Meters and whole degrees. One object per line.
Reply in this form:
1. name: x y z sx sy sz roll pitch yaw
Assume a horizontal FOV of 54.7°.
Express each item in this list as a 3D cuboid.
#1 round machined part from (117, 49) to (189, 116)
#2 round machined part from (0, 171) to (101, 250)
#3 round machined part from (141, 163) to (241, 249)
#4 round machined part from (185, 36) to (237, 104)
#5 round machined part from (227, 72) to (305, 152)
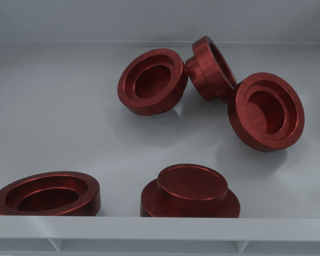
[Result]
1. round machined part: -0.006 -0.058 0.425 0.098 0.042 0.098 -15 54 22
2. round machined part: -0.108 0.081 0.305 0.099 0.042 0.098 -1 15 0
3. round machined part: 0.031 0.069 0.309 0.099 0.042 0.098 4 21 -1
4. round machined part: 0.071 -0.076 0.434 0.042 0.098 0.098 -29 46 23
5. round machined part: 0.128 -0.017 0.391 0.099 0.042 0.098 5 73 -18
